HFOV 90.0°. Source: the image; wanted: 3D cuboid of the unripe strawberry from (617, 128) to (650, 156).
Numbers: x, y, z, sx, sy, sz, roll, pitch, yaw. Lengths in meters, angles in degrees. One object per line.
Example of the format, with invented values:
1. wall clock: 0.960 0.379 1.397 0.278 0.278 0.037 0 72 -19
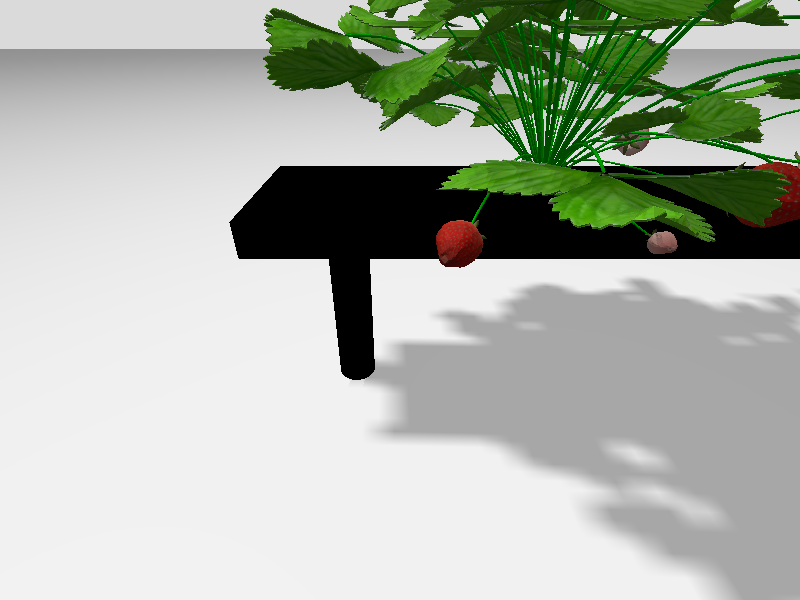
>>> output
1. unripe strawberry: 0.255 -0.175 0.434 0.033 0.034 0.030 -24 41 -33

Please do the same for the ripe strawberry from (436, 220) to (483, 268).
1. ripe strawberry: 0.031 -0.030 0.225 0.027 0.028 0.029 20 46 27

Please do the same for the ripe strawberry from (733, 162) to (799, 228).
1. ripe strawberry: 0.250 -0.068 0.267 0.043 0.043 0.047 22 40 29

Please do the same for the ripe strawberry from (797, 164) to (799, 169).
1. ripe strawberry: 0.378 -0.122 0.356 0.031 0.033 0.029 -1 34 -3

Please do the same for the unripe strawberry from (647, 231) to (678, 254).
1. unripe strawberry: 0.158 -0.033 0.240 0.016 0.014 0.015 -8 35 -12
